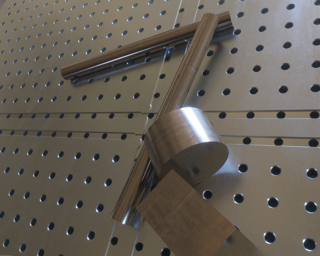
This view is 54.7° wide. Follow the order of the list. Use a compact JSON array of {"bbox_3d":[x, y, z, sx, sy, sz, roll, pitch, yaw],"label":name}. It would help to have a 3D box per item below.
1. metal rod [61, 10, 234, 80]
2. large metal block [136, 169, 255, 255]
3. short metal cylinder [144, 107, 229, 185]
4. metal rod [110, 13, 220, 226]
[{"bbox_3d":[-0.033,-0.129,0.504,0.300,0.025,0.025,-13,56,21],"label":"metal rod"},{"bbox_3d":[0.035,0.095,0.296,0.050,0.080,0.080,-47,51,-4],"label":"large metal block"},{"bbox_3d":[0.028,0.023,0.344,0.080,0.080,0.050,-32,52,8],"label":"short metal cylinder"},{"bbox_3d":[0.012,-0.022,0.402,0.025,0.025,0.299,15,73,34],"label":"metal rod"}]
